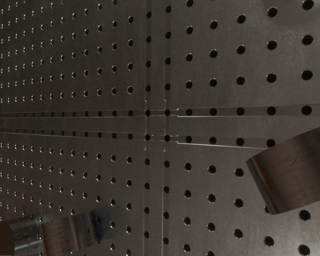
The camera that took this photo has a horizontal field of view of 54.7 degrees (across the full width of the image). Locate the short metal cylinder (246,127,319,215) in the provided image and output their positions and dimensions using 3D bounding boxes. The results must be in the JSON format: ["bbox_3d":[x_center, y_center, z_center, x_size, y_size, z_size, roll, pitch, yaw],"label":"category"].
[{"bbox_3d":[0.124,0.037,0.271,0.080,0.081,0.050,-34,69,34],"label":"short metal cylinder"}]

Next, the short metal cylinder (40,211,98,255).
[{"bbox_3d":[-0.143,0.166,0.489,0.080,0.081,0.050,-24,75,37],"label":"short metal cylinder"}]

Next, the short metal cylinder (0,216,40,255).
[{"bbox_3d":[-0.288,0.224,0.627,0.080,0.050,0.079,0,90,39],"label":"short metal cylinder"}]
